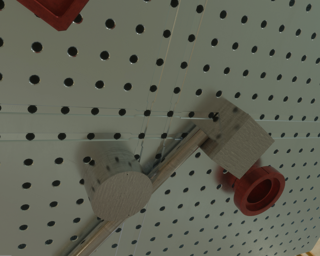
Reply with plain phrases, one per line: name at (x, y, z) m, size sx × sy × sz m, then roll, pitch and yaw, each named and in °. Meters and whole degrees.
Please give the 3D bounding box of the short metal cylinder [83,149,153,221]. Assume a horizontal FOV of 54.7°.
short metal cylinder at (-0.057, 0.075, 0.411) m, size 0.081 × 0.050 × 0.079 m, roll -14°, pitch 124°, yaw -21°

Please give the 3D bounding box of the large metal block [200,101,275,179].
large metal block at (0.113, 0.020, 0.469) m, size 0.080 × 0.050 × 0.080 m, roll -49°, pitch 129°, yaw 7°

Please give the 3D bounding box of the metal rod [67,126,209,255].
metal rod at (-0.043, 0.112, 0.456) m, size 0.300 × 0.025 × 0.025 m, roll -45°, pitch 129°, yaw 3°

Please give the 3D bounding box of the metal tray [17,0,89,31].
metal tray at (-0.083, -0.162, 0.262) m, size 0.090 × 0.030 × 0.130 m, roll 35°, pitch 99°, yaw -39°

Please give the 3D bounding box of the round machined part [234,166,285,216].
round machined part at (0.174, 0.108, 0.562) m, size 0.099 × 0.042 × 0.097 m, roll -14°, pitch 124°, yaw -21°
